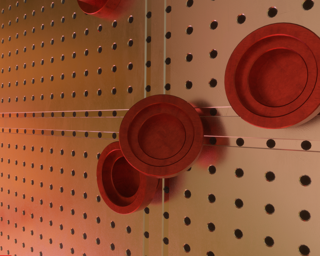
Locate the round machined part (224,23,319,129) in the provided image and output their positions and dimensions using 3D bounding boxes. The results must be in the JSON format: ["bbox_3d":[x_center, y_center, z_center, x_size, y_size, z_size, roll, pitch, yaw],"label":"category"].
[{"bbox_3d":[0.117,-0.048,0.301,0.098,0.042,0.097,0,90,39],"label":"round machined part"}]

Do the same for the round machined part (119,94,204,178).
[{"bbox_3d":[0.004,0.012,0.374,0.099,0.042,0.098,-2,73,7],"label":"round machined part"}]

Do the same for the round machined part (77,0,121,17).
[{"bbox_3d":[-0.102,-0.227,0.480,0.098,0.042,0.097,0,90,39],"label":"round machined part"}]

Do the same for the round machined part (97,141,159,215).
[{"bbox_3d":[-0.040,0.066,0.429,0.098,0.042,0.097,0,91,40],"label":"round machined part"}]
